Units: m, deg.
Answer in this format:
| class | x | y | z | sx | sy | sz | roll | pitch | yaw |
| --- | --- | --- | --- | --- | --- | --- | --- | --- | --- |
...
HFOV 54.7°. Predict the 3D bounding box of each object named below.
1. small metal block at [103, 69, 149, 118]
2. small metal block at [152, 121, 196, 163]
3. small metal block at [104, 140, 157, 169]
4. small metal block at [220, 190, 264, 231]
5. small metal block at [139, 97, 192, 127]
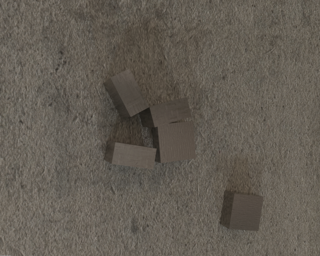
| class | x | y | z | sx | sy | sz | roll | pitch | yaw |
| --- | --- | --- | --- | --- | --- | --- | --- | --- | --- |
| small metal block | -0.043 | -0.041 | 0.380 | 0.025 | 0.050 | 0.050 | -30 | 100 | -17 |
| small metal block | 0.018 | 0.018 | 0.416 | 0.050 | 0.025 | 0.050 | -6 | 92 | -20 |
| small metal block | -0.038 | 0.032 | 0.382 | 0.050 | 0.050 | 0.025 | 10 | 87 | -20 |
| small metal block | 0.119 | 0.121 | 0.453 | 0.050 | 0.025 | 0.050 | 11 | 87 | -20 |
| small metal block | 0.005 | -0.019 | 0.397 | 0.050 | 0.050 | 0.025 | -16 | 96 | -19 |
